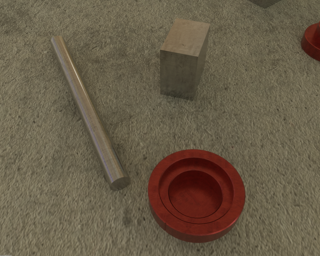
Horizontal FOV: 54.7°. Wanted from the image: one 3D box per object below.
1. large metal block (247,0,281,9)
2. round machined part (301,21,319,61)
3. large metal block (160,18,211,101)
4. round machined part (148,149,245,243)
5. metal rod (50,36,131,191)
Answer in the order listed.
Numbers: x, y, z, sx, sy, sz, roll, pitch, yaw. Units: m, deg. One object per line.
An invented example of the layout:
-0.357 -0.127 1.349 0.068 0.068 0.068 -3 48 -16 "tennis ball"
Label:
0.226 -0.299 0.621 0.080 0.080 0.050 -33 58 -24 "large metal block"
0.296 -0.153 0.522 0.099 0.042 0.098 0 50 0 "round machined part"
0.036 -0.100 0.451 0.050 0.080 0.080 13 51 11 "large metal block"
0.037 0.074 0.330 0.099 0.042 0.098 0 50 0 "round machined part"
-0.109 -0.041 0.436 0.025 0.025 0.300 -20 53 -16 "metal rod"
